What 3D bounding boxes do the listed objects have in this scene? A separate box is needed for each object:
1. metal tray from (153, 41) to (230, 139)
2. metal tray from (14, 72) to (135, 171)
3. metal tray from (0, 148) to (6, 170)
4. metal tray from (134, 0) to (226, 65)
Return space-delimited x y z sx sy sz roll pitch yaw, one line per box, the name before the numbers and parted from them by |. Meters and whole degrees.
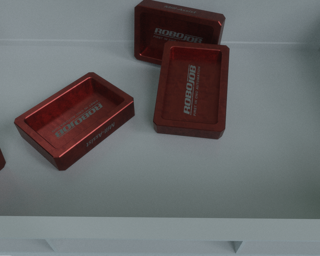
metal tray | 0.044 -0.054 0.421 0.091 0.030 0.130 6 69 4
metal tray | -0.109 -0.015 0.412 0.090 0.030 0.131 34 57 25
metal tray | -0.224 0.050 0.309 0.030 0.089 0.130 27 50 12
metal tray | 0.026 -0.138 0.476 0.130 0.089 0.030 16 43 13
